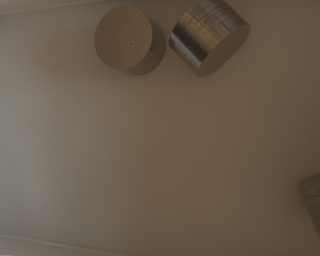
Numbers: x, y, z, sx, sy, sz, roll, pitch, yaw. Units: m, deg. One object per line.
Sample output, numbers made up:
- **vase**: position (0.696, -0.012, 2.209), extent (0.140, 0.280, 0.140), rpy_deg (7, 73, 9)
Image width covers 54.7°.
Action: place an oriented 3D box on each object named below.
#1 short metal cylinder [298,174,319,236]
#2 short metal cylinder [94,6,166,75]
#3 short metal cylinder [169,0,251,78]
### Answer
- **short metal cylinder**: position (0.190, 0.072, 0.314), extent (0.080, 0.080, 0.050), rpy_deg (-22, 83, 19)
- **short metal cylinder**: position (-0.038, -0.113, 0.411), extent (0.080, 0.050, 0.080), rpy_deg (0, 90, 20)
- **short metal cylinder**: position (0.058, -0.105, 0.361), extent (0.080, 0.080, 0.050), rpy_deg (-44, 77, 15)
